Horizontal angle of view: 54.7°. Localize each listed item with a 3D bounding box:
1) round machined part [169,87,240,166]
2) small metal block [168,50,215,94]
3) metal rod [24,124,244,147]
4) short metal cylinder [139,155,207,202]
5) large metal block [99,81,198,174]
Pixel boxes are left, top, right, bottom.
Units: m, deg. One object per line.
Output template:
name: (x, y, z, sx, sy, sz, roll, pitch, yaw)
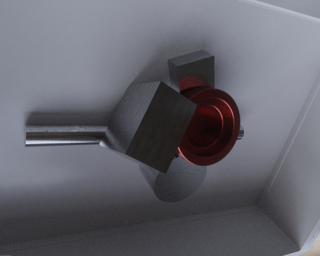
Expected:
round machined part: (0.052, -0.004, 0.399, 0.099, 0.042, 0.097, -7, 104, -27)
small metal block: (0.041, -0.065, 0.391, 0.050, 0.025, 0.050, -19, 126, -17)
metal rod: (-0.012, 0.007, 0.404, 0.303, 0.025, 0.025, 0, 119, -29)
short metal cylinder: (0.018, 0.057, 0.436, 0.081, 0.050, 0.079, -14, 125, -21)
large metal block: (-0.016, -0.002, 0.344, 0.050, 0.080, 0.080, 30, 79, -27)
